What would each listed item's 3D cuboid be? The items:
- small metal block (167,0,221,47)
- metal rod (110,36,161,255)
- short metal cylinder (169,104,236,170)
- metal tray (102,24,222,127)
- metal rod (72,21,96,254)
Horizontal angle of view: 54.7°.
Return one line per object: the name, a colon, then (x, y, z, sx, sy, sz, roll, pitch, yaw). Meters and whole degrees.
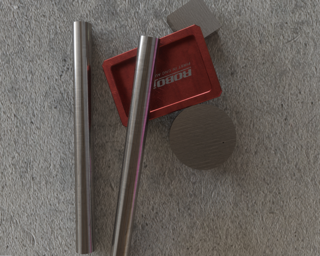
small metal block: (0.044, -0.137, 0.410, 0.050, 0.025, 0.050, -34, 90, 0)
metal rod: (-0.034, 0.041, 0.383, 0.025, 0.025, 0.298, 9, 101, 0)
short metal cylinder: (0.052, 0.011, 0.398, 0.081, 0.050, 0.079, 0, 90, 0)
metal tray: (0.003, -0.062, 0.392, 0.130, 0.030, 0.090, -19, 91, 13)
metal rod: (-0.100, 0.012, 0.409, 0.025, 0.025, 0.298, -1, 90, 0)
